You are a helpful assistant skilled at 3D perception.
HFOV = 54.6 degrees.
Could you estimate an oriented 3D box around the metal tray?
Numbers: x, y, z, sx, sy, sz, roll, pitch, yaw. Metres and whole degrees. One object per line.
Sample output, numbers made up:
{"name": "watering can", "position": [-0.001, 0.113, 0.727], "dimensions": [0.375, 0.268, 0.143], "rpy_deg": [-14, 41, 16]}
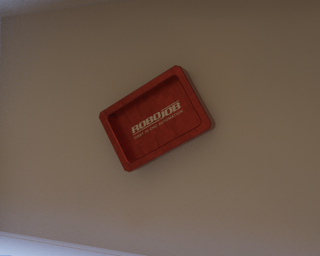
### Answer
{"name": "metal tray", "position": [-0.006, -0.010, 0.407], "dimensions": [0.130, 0.030, 0.090], "rpy_deg": [-30, 81, 17]}
